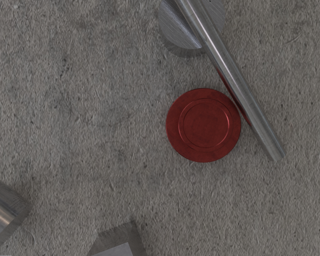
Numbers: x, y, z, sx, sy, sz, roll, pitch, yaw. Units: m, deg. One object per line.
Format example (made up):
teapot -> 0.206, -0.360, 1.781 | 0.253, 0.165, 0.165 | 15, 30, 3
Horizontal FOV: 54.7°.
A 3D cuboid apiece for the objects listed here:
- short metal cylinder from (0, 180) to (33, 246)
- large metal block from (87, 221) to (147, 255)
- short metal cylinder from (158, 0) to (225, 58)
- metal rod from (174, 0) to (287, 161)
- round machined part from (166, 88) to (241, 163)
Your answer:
short metal cylinder -> -0.206, 0.112, 0.381 | 0.050, 0.080, 0.080 | 38, 90, 0
large metal block -> -0.045, 0.172, 0.382 | 0.050, 0.080, 0.080 | -21, 90, 0
short metal cylinder -> 0.038, -0.135, 0.398 | 0.081, 0.050, 0.080 | 0, 90, 0
metal rod -> 0.074, -0.081, 0.367 | 0.025, 0.025, 0.299 | -35, 108, 0
round machined part -> 0.057, -0.003, 0.402 | 0.099, 0.042, 0.097 | 0, 90, 0
